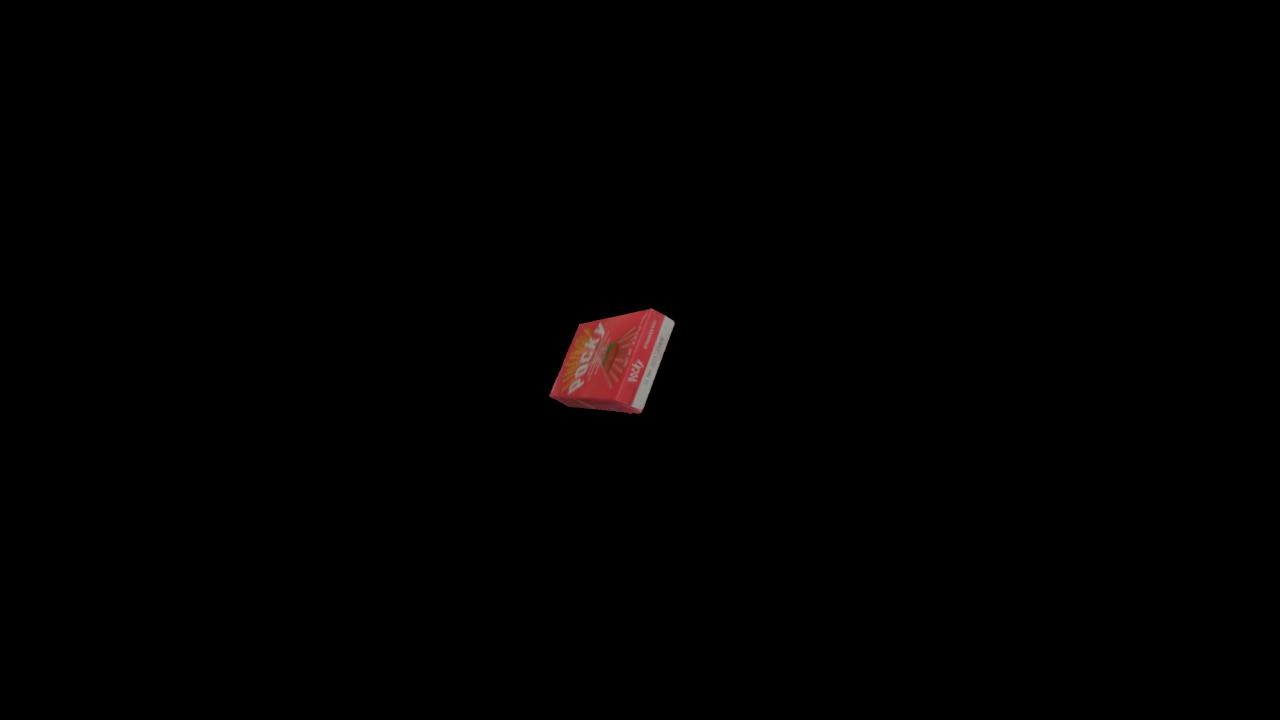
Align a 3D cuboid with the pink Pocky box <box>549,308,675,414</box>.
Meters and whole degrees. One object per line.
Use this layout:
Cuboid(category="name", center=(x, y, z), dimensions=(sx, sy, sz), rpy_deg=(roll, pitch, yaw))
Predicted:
Cuboid(category="pink Pocky box", center=(-0.031, 0.003, 0.561), dimensions=(0.029, 0.084, 0.155), rpy_deg=(28, -14, -25))
